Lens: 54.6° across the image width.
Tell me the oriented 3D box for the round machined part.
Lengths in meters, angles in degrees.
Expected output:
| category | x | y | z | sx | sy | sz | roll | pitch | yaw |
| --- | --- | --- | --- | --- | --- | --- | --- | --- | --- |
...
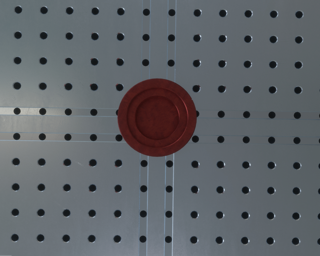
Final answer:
| category | x | y | z | sx | sy | sz | roll | pitch | yaw |
| --- | --- | --- | --- | --- | --- | --- | --- | --- | --- |
| round machined part | -0.003 | -0.013 | 0.405 | 0.099 | 0.042 | 0.097 | 0 | 90 | 0 |
